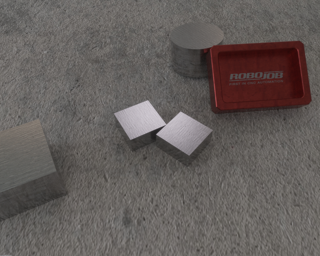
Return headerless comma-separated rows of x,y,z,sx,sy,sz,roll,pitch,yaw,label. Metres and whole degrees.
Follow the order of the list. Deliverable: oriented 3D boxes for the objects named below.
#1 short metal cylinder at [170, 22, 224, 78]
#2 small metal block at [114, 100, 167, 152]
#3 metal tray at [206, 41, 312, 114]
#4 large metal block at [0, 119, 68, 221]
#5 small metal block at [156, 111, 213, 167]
0.058,-0.123,0.486,0.080,0.050,0.080,-2,46,3,short metal cylinder
-0.026,-0.004,0.406,0.050,0.025,0.050,-23,54,-18,small metal block
0.135,-0.070,0.430,0.131,0.030,0.090,-4,83,-4,metal tray
-0.160,0.046,0.347,0.081,0.050,0.080,-21,53,-17,large metal block
0.031,0.013,0.392,0.050,0.025,0.050,32,57,24,small metal block
